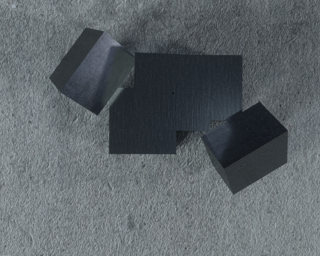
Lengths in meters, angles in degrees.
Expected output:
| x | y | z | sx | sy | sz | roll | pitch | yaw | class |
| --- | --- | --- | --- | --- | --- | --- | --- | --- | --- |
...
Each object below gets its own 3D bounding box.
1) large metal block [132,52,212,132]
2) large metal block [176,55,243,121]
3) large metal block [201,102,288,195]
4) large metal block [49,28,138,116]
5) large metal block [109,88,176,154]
| x | y | z | sx | sy | sz | roll | pitch | yaw | class |
| --- | --- | --- | --- | --- | --- | --- | --- | --- | --- |
| 0.013 | -0.038 | 0.347 | 0.081 | 0.050 | 0.079 | 2 | 90 | -1 | large metal block |
| 0.060 | -0.049 | 0.400 | 0.081 | 0.050 | 0.079 | 0 | 90 | -1 | large metal block |
| 0.105 | 0.027 | 0.378 | 0.080 | 0.080 | 0.050 | -31 | 52 | 0 | large metal block |
| -0.083 | -0.071 | 0.376 | 0.050 | 0.080 | 0.080 | 36 | 90 | -33 | large metal block |
| -0.021 | -0.009 | 0.396 | 0.081 | 0.050 | 0.079 | 0 | 90 | -1 | large metal block |
